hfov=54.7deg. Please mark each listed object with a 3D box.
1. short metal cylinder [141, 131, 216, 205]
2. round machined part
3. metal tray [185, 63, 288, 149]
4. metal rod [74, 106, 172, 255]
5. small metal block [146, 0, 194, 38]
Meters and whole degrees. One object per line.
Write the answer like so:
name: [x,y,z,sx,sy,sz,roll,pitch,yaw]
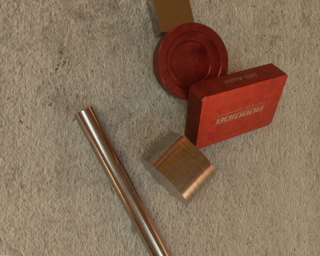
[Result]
short metal cylinder: [0.022,0.050,0.388,0.050,0.080,0.080,-44,104,-15]
round machined part: [0.037,-0.085,0.410,0.099,0.042,0.097,-3,98,-20]
metal tray: [0.100,-0.029,0.416,0.131,0.030,0.089,-17,136,-19]
metal rod: [-0.028,0.111,0.399,0.025,0.025,0.299,-29,100,-18]
small metal block: [0.014,-0.152,0.414,0.050,0.025,0.050,-15,95,-20]
